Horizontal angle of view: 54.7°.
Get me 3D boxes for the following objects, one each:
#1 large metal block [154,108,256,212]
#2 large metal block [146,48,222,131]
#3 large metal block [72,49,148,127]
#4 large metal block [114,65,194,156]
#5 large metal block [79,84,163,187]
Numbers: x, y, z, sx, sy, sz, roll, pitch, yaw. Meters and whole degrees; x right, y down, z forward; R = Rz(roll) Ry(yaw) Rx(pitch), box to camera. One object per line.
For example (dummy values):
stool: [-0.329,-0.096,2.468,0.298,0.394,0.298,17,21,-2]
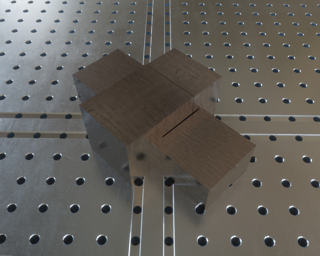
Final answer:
large metal block: [0.050,0.034,0.363,0.080,0.050,0.080,-37,60,-26]
large metal block: [0.029,-0.045,0.411,0.050,0.080,0.080,-37,60,-27]
large metal block: [-0.061,-0.056,0.435,0.080,0.050,0.080,37,60,26]
large metal block: [-0.008,-0.019,0.388,0.050,0.080,0.080,-37,60,-27]
large metal block: [-0.043,0.009,0.365,0.050,0.080,0.080,-37,60,-27]
